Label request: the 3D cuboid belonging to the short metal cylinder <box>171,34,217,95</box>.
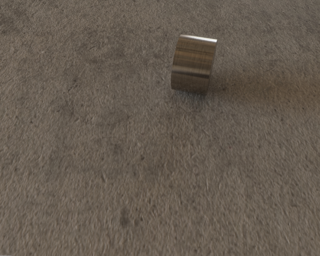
[{"bbox_3d":[0.049,-0.090,0.444,0.050,0.080,0.080,11,51,9],"label":"short metal cylinder"}]
